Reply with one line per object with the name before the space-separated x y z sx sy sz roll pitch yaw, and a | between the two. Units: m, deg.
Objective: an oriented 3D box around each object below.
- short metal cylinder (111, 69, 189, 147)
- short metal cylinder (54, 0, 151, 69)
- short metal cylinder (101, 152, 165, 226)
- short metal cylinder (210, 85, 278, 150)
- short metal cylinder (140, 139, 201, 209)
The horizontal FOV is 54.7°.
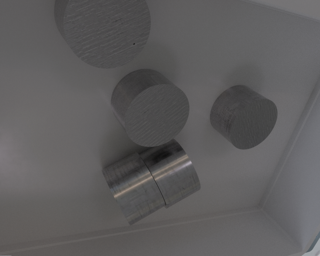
short metal cylinder | -0.012 -0.024 0.370 0.081 0.050 0.079 -14 124 -21
short metal cylinder | -0.056 -0.104 0.298 0.081 0.050 0.079 -14 124 -21
short metal cylinder | -0.035 0.078 0.402 0.050 0.080 0.080 -28 128 -11
short metal cylinder | 0.120 -0.016 0.448 0.081 0.050 0.079 -14 124 -21
short metal cylinder | 0.011 0.060 0.416 0.050 0.080 0.080 -27 128 -12
